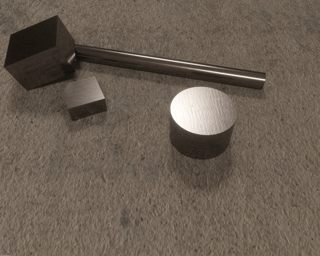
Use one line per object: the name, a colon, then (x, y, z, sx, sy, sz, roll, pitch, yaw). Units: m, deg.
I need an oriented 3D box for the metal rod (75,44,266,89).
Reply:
metal rod: (0.009, -0.098, 0.485, 0.301, 0.025, 0.025, 10, 51, 8)

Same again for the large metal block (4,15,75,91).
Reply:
large metal block: (-0.177, -0.113, 0.465, 0.080, 0.050, 0.080, -20, 51, 7)

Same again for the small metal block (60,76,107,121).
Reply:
small metal block: (-0.108, -0.042, 0.437, 0.050, 0.025, 0.050, -18, 53, -15)

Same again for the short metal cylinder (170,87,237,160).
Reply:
short metal cylinder: (0.053, -0.007, 0.394, 0.081, 0.050, 0.080, 0, 50, 0)
